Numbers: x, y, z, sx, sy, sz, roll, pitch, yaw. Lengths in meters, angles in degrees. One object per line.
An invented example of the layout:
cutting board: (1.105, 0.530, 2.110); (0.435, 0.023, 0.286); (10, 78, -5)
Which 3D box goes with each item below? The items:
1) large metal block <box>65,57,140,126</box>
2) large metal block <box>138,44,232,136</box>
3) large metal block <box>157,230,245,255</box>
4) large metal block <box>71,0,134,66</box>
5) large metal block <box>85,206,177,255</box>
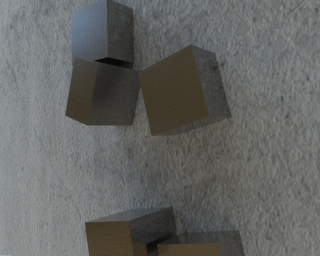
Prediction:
large metal block: (-0.076, -0.048, 0.430); (0.050, 0.081, 0.079); (20, 103, 38)
large metal block: (0.027, -0.040, 0.364); (0.080, 0.050, 0.080); (-20, 77, 38)
large metal block: (0.050, 0.163, 0.346); (0.080, 0.050, 0.080); (-19, 78, 38)
large metal block: (-0.085, -0.133, 0.457); (0.080, 0.050, 0.079); (-2, 89, 39)
large metal block: (-0.036, 0.136, 0.396); (0.080, 0.081, 0.050); (-16, 80, 38)
